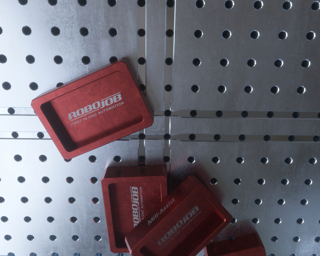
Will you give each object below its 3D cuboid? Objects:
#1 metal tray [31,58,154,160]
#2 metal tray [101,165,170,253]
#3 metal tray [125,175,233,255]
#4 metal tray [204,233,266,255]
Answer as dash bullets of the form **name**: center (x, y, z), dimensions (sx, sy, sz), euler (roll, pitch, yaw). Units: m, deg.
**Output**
- **metal tray**: center (-0.084, -0.024, 0.400), dimensions (0.130, 0.030, 0.090), euler (-22, 109, 7)
- **metal tray**: center (-0.032, 0.120, 0.454), dimensions (0.091, 0.030, 0.129), euler (-3, 110, 0)
- **metal tray**: center (0.028, 0.141, 0.434), dimensions (0.130, 0.030, 0.090), euler (-43, 118, -3)
- **metal tray**: center (0.131, 0.240, 0.501), dimensions (0.090, 0.030, 0.129), euler (-16, 110, 5)
